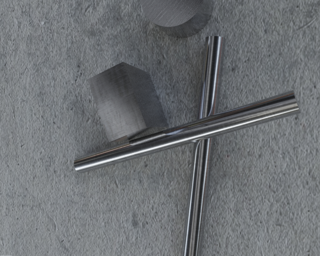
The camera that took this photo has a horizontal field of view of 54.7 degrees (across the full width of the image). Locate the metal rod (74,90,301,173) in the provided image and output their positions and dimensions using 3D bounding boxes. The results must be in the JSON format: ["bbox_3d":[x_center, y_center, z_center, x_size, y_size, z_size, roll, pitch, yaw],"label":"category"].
[{"bbox_3d":[0.012,0.013,0.383,0.300,0.025,0.025,-18,84,27],"label":"metal rod"}]

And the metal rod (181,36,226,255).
[{"bbox_3d":[0.053,0.037,0.390,0.025,0.025,0.298,7,92,20],"label":"metal rod"}]

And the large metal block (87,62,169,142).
[{"bbox_3d":[-0.037,-0.030,0.393,0.050,0.080,0.080,-22,83,19],"label":"large metal block"}]

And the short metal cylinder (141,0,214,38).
[{"bbox_3d":[0.023,-0.159,0.388,0.080,0.050,0.080,0,90,20],"label":"short metal cylinder"}]
